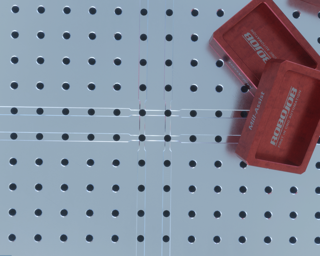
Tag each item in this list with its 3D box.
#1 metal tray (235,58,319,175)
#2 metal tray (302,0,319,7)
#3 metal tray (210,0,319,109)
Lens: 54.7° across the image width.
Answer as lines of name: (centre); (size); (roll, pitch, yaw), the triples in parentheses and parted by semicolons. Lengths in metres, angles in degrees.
metal tray: (0.158, -0.012, 0.386); (0.091, 0.030, 0.129); (12, 103, -18)
metal tray: (0.249, -0.226, 0.414); (0.090, 0.030, 0.129); (20, 90, -1)
metal tray: (0.142, -0.099, 0.412); (0.090, 0.030, 0.130); (-40, 91, 0)
